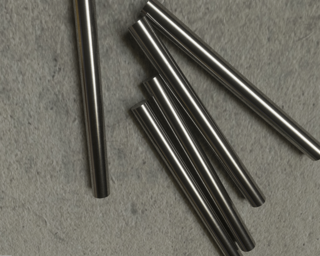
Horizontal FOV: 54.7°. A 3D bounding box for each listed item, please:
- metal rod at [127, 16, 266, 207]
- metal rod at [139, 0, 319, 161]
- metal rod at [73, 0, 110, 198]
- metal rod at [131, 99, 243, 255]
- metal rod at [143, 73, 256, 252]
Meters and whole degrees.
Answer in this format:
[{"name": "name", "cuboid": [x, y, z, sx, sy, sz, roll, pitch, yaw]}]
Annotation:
[{"name": "metal rod", "cuboid": [0.058, -0.007, 0.401, 0.025, 0.025, 0.300, -33, 110, 11]}, {"name": "metal rod", "cuboid": [0.101, -0.053, 0.391, 0.301, 0.025, 0.025, 37, 106, -13]}, {"name": "metal rod", "cuboid": [-0.085, -0.046, 0.391, 0.025, 0.025, 0.298, -1, 110, 0]}, {"name": "metal rod", "cuboid": [0.048, 0.091, 0.443, 0.025, 0.025, 0.299, -29, 108, 10]}, {"name": "metal rod", "cuboid": [0.062, 0.059, 0.432, 0.025, 0.025, 0.299, -28, 108, 9]}]
